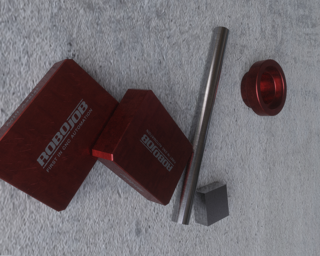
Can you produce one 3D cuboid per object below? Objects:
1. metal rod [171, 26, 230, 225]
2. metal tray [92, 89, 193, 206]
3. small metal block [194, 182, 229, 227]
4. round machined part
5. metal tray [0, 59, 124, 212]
[{"bbox_3d":[0.063,-0.011,0.459,0.025,0.025,0.299,23,76,-38],"label":"metal rod"},{"bbox_3d":[-0.013,0.026,0.371,0.130,0.030,0.090,51,57,-45],"label":"metal tray"},{"bbox_3d":[0.078,0.115,0.473,0.050,0.025,0.050,-11,97,-40],"label":"small metal block"},{"bbox_3d":[0.180,-0.069,0.548,0.099,0.042,0.097,0,90,-40],"label":"round machined part"},{"bbox_3d":[-0.103,0.006,0.317,0.090,0.030,0.130,45,63,-31],"label":"metal tray"}]
